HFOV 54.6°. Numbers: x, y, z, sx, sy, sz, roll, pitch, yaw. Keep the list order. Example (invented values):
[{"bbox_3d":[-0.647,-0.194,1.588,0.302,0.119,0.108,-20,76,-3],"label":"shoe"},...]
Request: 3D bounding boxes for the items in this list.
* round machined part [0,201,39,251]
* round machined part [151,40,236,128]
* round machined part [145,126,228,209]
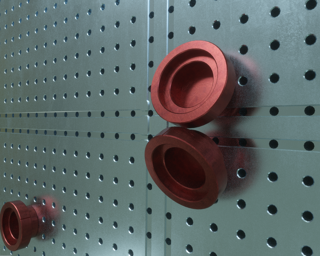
[{"bbox_3d":[-0.287,0.197,0.638,0.098,0.042,0.097,0,90,40],"label":"round machined part"},{"bbox_3d":[0.041,-0.046,0.355,0.098,0.042,0.098,-13,67,33],"label":"round machined part"},{"bbox_3d":[0.033,0.041,0.355,0.098,0.042,0.097,24,132,29],"label":"round machined part"}]
